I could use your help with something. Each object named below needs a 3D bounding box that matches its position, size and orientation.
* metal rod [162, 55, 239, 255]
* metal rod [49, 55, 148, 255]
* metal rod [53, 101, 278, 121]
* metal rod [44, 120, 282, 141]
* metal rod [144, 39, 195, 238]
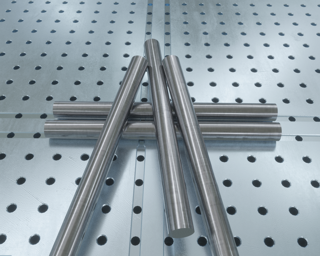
[{"bbox_3d":[0.043,0.030,0.359,0.025,0.025,0.299,-8,58,-7],"label":"metal rod"},{"bbox_3d":[-0.065,0.029,0.359,0.025,0.025,0.300,11,58,9],"label":"metal rod"},{"bbox_3d":[0.007,-0.023,0.428,0.302,0.025,0.025,1,50,0],"label":"metal rod"},{"bbox_3d":[0.004,0.003,0.405,0.302,0.025,0.025,1,50,0],"label":"metal rod"},{"bbox_3d":[0.004,-0.015,0.388,0.025,0.025,0.300,-5,50,-4],"label":"metal rod"}]
